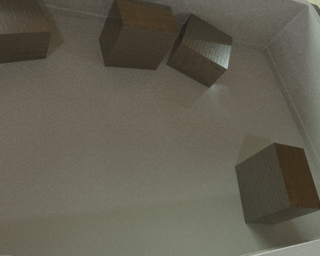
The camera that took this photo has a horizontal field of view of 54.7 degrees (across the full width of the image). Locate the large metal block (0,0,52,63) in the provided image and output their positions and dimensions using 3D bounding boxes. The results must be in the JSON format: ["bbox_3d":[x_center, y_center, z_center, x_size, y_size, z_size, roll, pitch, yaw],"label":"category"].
[{"bbox_3d":[-0.186,-0.125,0.366,0.081,0.050,0.080,-17,71,-35],"label":"large metal block"}]

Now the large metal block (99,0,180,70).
[{"bbox_3d":[-0.031,-0.128,0.431,0.081,0.080,0.050,-2,63,-29],"label":"large metal block"}]

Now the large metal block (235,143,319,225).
[{"bbox_3d":[0.149,0.075,0.404,0.050,0.080,0.080,11,57,-23],"label":"large metal block"}]

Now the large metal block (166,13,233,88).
[{"bbox_3d":[0.066,-0.125,0.501,0.080,0.050,0.080,27,52,-12],"label":"large metal block"}]
